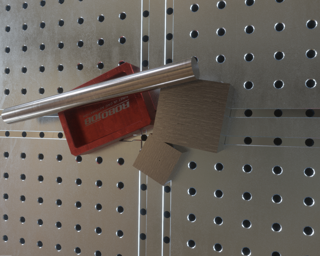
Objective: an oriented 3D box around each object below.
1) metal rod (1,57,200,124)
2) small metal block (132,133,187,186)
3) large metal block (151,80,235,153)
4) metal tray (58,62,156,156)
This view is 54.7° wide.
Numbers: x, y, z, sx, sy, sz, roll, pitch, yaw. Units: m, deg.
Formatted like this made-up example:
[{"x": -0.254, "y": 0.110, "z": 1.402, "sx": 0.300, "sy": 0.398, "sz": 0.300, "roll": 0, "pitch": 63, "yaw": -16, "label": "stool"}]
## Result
[{"x": -0.095, "y": -0.042, "z": 0.403, "sx": 0.300, "sy": 0.025, "sz": 0.025, "roll": -10, "pitch": 87, "yaw": 25, "label": "metal rod"}, {"x": 0.000, "y": 0.041, "z": 0.412, "sx": 0.050, "sy": 0.025, "sz": 0.050, "roll": 31, "pitch": 100, "yaw": 17, "label": "small metal block"}, {"x": 0.042, "y": -0.018, "z": 0.384, "sx": 0.080, "sy": 0.050, "sz": 0.079, "roll": 11, "pitch": 94, "yaw": 19, "label": "large metal block"}, {"x": -0.077, "y": -0.024, "z": 0.435, "sx": 0.130, "sy": 0.030, "sz": 0.090, "roll": -23, "pitch": 83, "yaw": 18, "label": "metal tray"}]
